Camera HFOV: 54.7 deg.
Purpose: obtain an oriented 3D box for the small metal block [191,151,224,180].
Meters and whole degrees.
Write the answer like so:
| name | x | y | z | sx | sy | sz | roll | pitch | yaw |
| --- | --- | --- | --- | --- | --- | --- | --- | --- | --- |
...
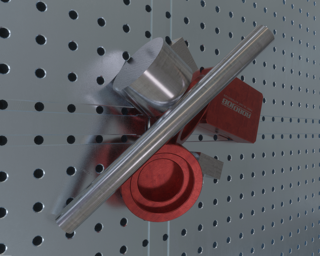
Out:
| name | x | y | z | sx | sy | sz | roll | pitch | yaw |
| --- | --- | --- | --- | --- | --- | --- | --- | --- | --- |
| small metal block | 0.052 | 0.052 | 0.437 | 0.050 | 0.050 | 0.025 | 25 | 75 | -37 |

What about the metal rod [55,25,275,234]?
| name | x | y | z | sx | sy | sz | roll | pitch | yaw |
| --- | --- | --- | --- | --- | --- | --- | --- | --- | --- |
| metal rod | 0.008 | -0.001 | 0.334 | 0.300 | 0.025 | 0.025 | -43 | 120 | -3 |

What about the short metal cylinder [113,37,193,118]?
| name | x | y | z | sx | sy | sz | roll | pitch | yaw |
| --- | --- | --- | --- | --- | --- | --- | --- | --- | --- |
| short metal cylinder | -0.009 | -0.059 | 0.363 | 0.050 | 0.080 | 0.080 | 41 | 65 | -27 |

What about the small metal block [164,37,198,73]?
| name | x | y | z | sx | sy | sz | roll | pitch | yaw |
| --- | --- | --- | --- | --- | --- | --- | --- | --- | --- |
| small metal block | 0.019 | -0.088 | 0.425 | 0.050 | 0.025 | 0.050 | -46 | 118 | -30 |

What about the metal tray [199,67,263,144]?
| name | x | y | z | sx | sy | sz | roll | pitch | yaw |
| --- | --- | --- | --- | --- | --- | --- | --- | --- | --- |
| metal tray | 0.113 | -0.033 | 0.500 | 0.131 | 0.030 | 0.090 | 20 | 77 | -38 |

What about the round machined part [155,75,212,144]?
| name | x | y | z | sx | sy | sz | roll | pitch | yaw |
| --- | --- | --- | --- | --- | --- | --- | --- | --- | --- |
| round machined part | 0.031 | -0.027 | 0.401 | 0.098 | 0.042 | 0.098 | -51 | 165 | -19 |

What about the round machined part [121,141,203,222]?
| name | x | y | z | sx | sy | sz | roll | pitch | yaw |
| --- | --- | --- | --- | --- | --- | --- | --- | --- | --- |
| round machined part | -0.001 | 0.061 | 0.380 | 0.099 | 0.042 | 0.097 | -3 | 103 | -13 |
